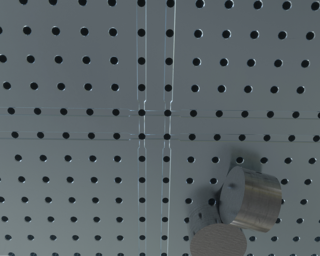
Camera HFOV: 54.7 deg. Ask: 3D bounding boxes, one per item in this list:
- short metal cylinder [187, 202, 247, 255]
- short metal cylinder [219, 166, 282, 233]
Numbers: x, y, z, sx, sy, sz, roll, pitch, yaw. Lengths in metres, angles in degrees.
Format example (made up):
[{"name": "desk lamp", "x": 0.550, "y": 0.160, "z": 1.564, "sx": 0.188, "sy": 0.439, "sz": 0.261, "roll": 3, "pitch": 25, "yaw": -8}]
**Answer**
[{"name": "short metal cylinder", "x": 0.082, "y": 0.159, "z": 0.460, "sx": 0.081, "sy": 0.050, "sz": 0.079, "roll": 0, "pitch": 110, "yaw": -1}, {"name": "short metal cylinder", "x": 0.121, "y": 0.097, "z": 0.422, "sx": 0.050, "sy": 0.080, "sz": 0.079, "roll": 16, "pitch": 109, "yaw": -6}]
